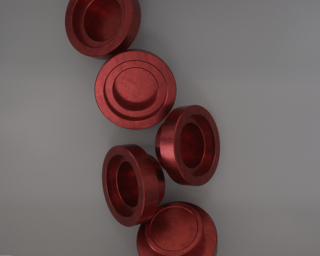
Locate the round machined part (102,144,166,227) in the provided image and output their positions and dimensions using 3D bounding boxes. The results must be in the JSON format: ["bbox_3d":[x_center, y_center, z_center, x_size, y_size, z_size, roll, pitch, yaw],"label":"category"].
[{"bbox_3d":[-0.030,0.068,0.384,0.042,0.098,0.097,-4,90,-38],"label":"round machined part"}]

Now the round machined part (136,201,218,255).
[{"bbox_3d":[0.019,0.130,0.375,0.099,0.098,0.042,-13,133,0],"label":"round machined part"}]

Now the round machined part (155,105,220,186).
[{"bbox_3d":[0.031,0.022,0.385,0.042,0.099,0.097,-5,90,41],"label":"round machined part"}]

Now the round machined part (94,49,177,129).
[{"bbox_3d":[-0.031,-0.051,0.392,0.099,0.042,0.097,-2,111,-5],"label":"round machined part"}]

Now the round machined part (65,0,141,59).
[{"bbox_3d":[-0.067,-0.134,0.391,0.098,0.042,0.097,0,90,24],"label":"round machined part"}]
